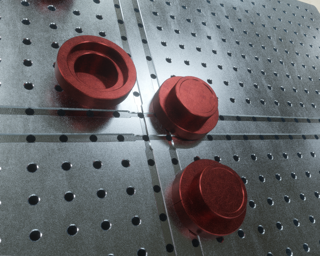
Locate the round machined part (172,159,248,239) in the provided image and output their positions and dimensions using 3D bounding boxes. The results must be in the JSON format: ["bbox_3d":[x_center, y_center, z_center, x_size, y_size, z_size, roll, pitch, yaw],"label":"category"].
[{"bbox_3d":[0.068,0.083,0.385,0.099,0.042,0.098,14,56,-21],"label":"round machined part"}]

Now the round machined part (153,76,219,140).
[{"bbox_3d":[0.044,-0.036,0.444,0.099,0.042,0.098,14,56,-21],"label":"round machined part"}]

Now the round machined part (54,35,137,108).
[{"bbox_3d":[-0.083,-0.067,0.394,0.099,0.042,0.098,14,56,-21],"label":"round machined part"}]
